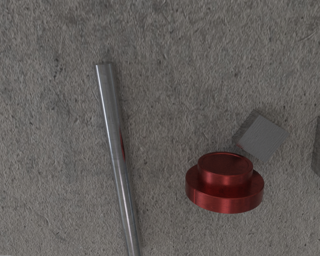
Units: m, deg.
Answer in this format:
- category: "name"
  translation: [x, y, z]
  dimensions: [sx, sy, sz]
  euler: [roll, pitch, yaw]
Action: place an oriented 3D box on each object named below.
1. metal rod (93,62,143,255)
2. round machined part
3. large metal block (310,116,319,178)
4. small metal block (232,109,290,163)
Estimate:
- category: "metal rod"
  translation: [-0.054, 0.060, 0.431]
  dimensions: [0.025, 0.025, 0.298]
  euler: [-6, 110, 2]
- category: "round machined part"
  translation: [0.082, 0.063, 0.395]
  dimensions: [0.099, 0.098, 0.042]
  euler: [0, 110, 0]
- category: "large metal block"
  translation: [0.256, 0.028, 0.409]
  dimensions: [0.080, 0.050, 0.079]
  euler: [-2, 110, 0]
- category: "small metal block"
  translation: [0.134, 0.011, 0.415]
  dimensions: [0.050, 0.025, 0.050]
  euler: [30, 107, -11]
